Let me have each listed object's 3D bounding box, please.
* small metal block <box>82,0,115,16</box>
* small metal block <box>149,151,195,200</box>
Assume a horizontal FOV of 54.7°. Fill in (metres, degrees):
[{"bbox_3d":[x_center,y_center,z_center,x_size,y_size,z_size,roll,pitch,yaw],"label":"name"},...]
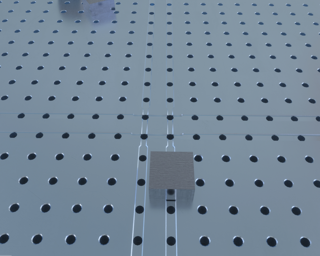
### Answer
[{"bbox_3d":[-0.124,-0.253,0.619,0.050,0.025,0.050,-22,54,-18],"label":"small metal block"},{"bbox_3d":[0.013,0.055,0.361,0.050,0.025,0.050,1,50,0],"label":"small metal block"}]
